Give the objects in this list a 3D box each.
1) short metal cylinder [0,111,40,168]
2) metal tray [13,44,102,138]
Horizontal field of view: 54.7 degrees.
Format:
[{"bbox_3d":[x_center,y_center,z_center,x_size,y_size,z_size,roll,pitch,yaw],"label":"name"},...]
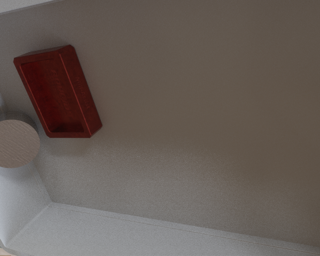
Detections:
[{"bbox_3d":[-0.238,0.018,0.498,0.050,0.081,0.080,37,147,60],"label":"short metal cylinder"},{"bbox_3d":[-0.146,-0.048,0.450,0.090,0.030,0.129,-1,118,28],"label":"metal tray"}]
